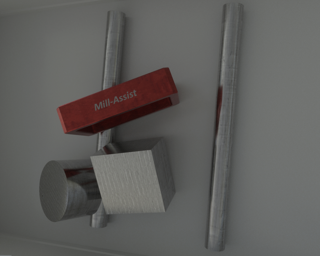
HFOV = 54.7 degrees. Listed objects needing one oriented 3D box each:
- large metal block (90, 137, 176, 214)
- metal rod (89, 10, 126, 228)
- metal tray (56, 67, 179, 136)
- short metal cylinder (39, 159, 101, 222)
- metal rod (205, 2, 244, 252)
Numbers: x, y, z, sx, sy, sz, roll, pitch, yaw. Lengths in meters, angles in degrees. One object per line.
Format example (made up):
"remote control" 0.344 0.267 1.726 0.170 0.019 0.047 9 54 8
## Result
"large metal block" -0.032 0.061 0.397 0.080 0.050 0.079 -8 103 19
"metal rod" -0.074 -0.011 0.435 0.025 0.025 0.298 6 92 19
"metal tray" -0.044 -0.027 0.373 0.131 0.090 0.030 -20 85 3
"short metal cylinder" -0.123 0.083 0.424 0.080 0.050 0.080 -3 86 44
"metal rod" 0.079 0.000 0.382 0.025 0.025 0.298 5 92 19
